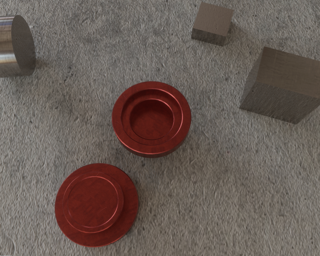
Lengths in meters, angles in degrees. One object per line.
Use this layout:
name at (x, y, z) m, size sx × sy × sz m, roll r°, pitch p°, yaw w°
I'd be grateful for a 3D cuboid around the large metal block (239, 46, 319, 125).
large metal block at (0.157, -0.052, 0.400) m, size 0.080 × 0.080 × 0.050 m, roll 17°, pitch 71°, yaw 5°

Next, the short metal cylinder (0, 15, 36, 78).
short metal cylinder at (-0.207, -0.108, 0.416) m, size 0.050 × 0.080 × 0.080 m, roll -5°, pitch 70°, yaw -2°

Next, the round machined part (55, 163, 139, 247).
round machined part at (-0.075, 0.089, 0.366) m, size 0.099 × 0.042 × 0.098 m, roll 0°, pitch 70°, yaw -1°

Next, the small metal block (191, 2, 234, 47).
small metal block at (0.079, -0.156, 0.466) m, size 0.050 × 0.025 × 0.050 m, roll 17°, pitch 71°, yaw 5°

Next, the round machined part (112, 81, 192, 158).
round machined part at (-0.010, -0.008, 0.402) m, size 0.099 × 0.042 × 0.098 m, roll 0°, pitch 70°, yaw -1°
